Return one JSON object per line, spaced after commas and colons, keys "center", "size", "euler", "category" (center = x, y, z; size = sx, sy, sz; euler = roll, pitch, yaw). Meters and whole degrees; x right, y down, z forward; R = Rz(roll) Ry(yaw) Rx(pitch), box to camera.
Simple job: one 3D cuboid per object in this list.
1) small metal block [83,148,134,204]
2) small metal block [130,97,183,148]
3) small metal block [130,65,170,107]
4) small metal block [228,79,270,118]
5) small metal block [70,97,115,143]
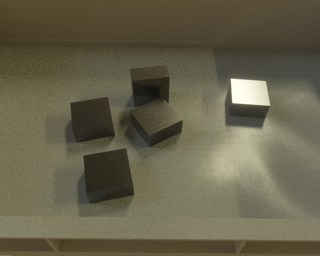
{"center": [-0.059, 0.055, 0.358], "size": [0.050, 0.025, 0.050], "euler": [-9, 51, -8], "category": "small metal block"}
{"center": [-0.005, -0.009, 0.412], "size": [0.050, 0.025, 0.050], "euler": [-25, 55, -20], "category": "small metal block"}
{"center": [-0.014, -0.059, 0.438], "size": [0.050, 0.050, 0.025], "euler": [-7, 51, -7], "category": "small metal block"}
{"center": [0.126, -0.043, 0.443], "size": [0.050, 0.025, 0.050], "euler": [5, 50, 3], "category": "small metal block"}
{"center": [-0.090, -0.012, 0.414], "size": [0.050, 0.025, 0.050], "euler": [-10, 51, -9], "category": "small metal block"}
